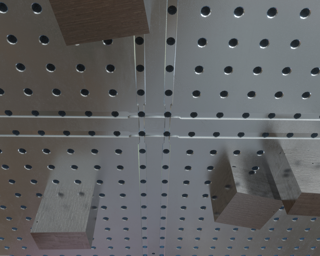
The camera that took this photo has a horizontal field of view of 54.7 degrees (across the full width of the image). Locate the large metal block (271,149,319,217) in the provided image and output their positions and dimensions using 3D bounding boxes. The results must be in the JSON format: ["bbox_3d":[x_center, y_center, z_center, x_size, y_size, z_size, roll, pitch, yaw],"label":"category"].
[{"bbox_3d":[0.218,0.079,0.446,0.081,0.080,0.050,5,130,-5],"label":"large metal block"}]

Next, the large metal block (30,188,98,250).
[{"bbox_3d":[-0.148,0.145,0.497,0.081,0.080,0.050,-1,130,0],"label":"large metal block"}]

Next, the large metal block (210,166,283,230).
[{"bbox_3d":[0.137,0.113,0.494,0.081,0.050,0.079,13,129,-11],"label":"large metal block"}]

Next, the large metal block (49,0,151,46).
[{"bbox_3d":[-0.056,-0.129,0.285,0.080,0.050,0.080,-7,130,5],"label":"large metal block"}]
